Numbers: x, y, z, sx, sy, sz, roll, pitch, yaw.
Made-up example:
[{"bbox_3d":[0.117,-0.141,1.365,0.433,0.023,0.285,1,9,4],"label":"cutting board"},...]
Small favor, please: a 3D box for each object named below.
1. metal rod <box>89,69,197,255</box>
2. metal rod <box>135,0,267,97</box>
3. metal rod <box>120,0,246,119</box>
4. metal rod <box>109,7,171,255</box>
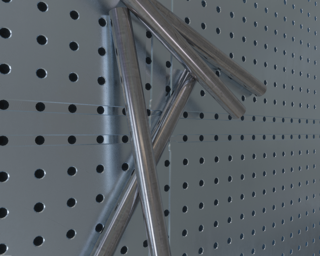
[{"bbox_3d":[-0.016,0.045,0.394,0.025,0.025,0.300,40,66,-33],"label":"metal rod"},{"bbox_3d":[0.071,-0.117,0.466,0.301,0.025,0.025,24,75,-37],"label":"metal rod"},{"bbox_3d":[0.018,-0.108,0.393,0.301,0.025,0.025,40,66,-29],"label":"metal rod"},{"bbox_3d":[-0.023,0.009,0.364,0.025,0.025,0.299,-9,88,-40],"label":"metal rod"}]
